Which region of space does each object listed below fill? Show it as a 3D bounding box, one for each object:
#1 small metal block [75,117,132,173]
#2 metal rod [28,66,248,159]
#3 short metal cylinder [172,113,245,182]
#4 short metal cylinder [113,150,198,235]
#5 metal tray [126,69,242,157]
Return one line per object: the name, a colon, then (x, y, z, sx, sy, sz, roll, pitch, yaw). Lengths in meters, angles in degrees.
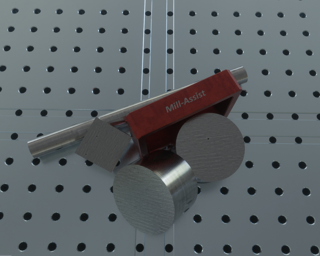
small metal block: (-0.070, 0.020, 0.386, 0.050, 0.025, 0.050, 30, 88, -9)
metal rod: (-0.023, -0.024, 0.416, 0.302, 0.025, 0.025, -20, 72, -8)
short metal cylinder: (0.056, 0.026, 0.380, 0.081, 0.050, 0.080, 1, 78, -4)
short metal cylinder: (-0.005, 0.070, 0.346, 0.080, 0.080, 0.050, 45, 35, 14)
metal tray: (0.028, -0.014, 0.379, 0.131, 0.090, 0.030, -25, 72, -9)
